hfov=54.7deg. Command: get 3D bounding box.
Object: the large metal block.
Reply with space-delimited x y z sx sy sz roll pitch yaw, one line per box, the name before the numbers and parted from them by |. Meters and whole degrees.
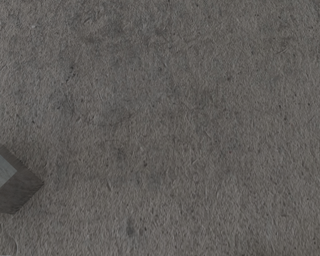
large metal block | -0.194 0.051 0.359 0.080 0.080 0.050 38 75 13
